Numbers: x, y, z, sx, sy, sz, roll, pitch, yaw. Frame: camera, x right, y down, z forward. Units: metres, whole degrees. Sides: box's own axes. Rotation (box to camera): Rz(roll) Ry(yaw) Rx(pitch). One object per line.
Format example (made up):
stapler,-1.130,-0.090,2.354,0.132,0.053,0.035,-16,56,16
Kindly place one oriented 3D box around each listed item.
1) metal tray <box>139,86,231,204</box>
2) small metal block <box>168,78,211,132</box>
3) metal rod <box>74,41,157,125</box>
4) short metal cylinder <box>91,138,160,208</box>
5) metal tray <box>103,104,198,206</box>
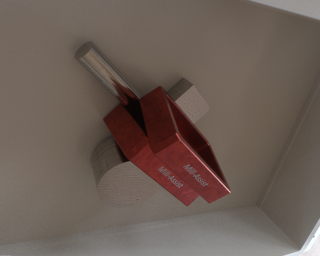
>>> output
metal tray,0.031,0.022,0.364,0.030,0.090,0.130,-32,131,14
small metal block,0.031,-0.029,0.407,0.050,0.025,0.050,-42,130,0
metal rod,0.003,0.002,0.413,0.025,0.025,0.300,-43,130,1
short metal cylinder,-0.043,0.055,0.395,0.081,0.050,0.079,-11,129,-14
metal tray,-0.006,0.035,0.384,0.030,0.090,0.130,-43,130,1
